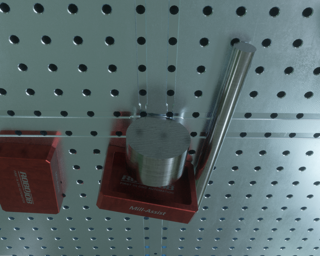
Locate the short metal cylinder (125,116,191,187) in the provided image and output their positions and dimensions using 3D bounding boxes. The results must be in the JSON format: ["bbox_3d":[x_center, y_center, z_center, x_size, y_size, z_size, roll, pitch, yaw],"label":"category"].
[{"bbox_3d":[-0.004,0.028,0.400,0.081,0.080,0.050,5,130,-4],"label":"short metal cylinder"}]

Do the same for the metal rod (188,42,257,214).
[{"bbox_3d":[0.073,0.024,0.432,0.025,0.025,0.298,6,130,-5],"label":"metal rod"}]

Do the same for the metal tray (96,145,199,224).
[{"bbox_3d":[-0.016,0.078,0.434,0.131,0.090,0.030,13,129,-11],"label":"metal tray"}]

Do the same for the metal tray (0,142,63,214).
[{"bbox_3d":[-0.203,0.081,0.475,0.091,0.030,0.129,4,130,-4],"label":"metal tray"}]
